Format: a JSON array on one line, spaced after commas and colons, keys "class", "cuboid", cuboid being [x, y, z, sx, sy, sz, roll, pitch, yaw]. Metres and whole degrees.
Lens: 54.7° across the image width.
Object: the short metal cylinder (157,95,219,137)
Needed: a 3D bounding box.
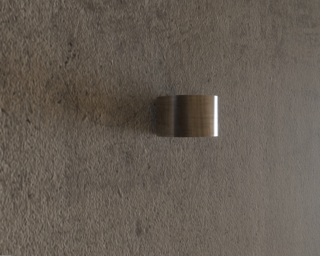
[{"class": "short metal cylinder", "cuboid": [0.036, -0.015, 0.403, 0.081, 0.080, 0.050, -1, 91, -40]}]
